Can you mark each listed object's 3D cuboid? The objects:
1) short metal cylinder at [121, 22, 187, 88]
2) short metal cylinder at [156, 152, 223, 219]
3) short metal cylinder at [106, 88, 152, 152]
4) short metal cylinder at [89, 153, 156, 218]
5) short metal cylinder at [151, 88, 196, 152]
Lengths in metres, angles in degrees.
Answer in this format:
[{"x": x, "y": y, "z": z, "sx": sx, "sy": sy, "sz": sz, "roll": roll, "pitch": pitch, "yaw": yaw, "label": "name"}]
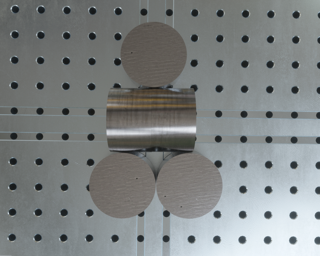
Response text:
[{"x": -0.008, "y": -0.089, "z": 0.400, "sx": 0.081, "sy": 0.050, "sz": 0.079, "roll": 0, "pitch": 90, "yaw": -1, "label": "short metal cylinder"}, {"x": 0.036, "y": 0.070, "z": 0.400, "sx": 0.081, "sy": 0.050, "sz": 0.079, "roll": 0, "pitch": 90, "yaw": -1, "label": "short metal cylinder"}, {"x": -0.035, "y": -0.010, "z": 0.386, "sx": 0.050, "sy": 0.080, "sz": 0.079, "roll": 0, "pitch": 90, "yaw": 0, "label": "short metal cylinder"}, {"x": -0.046, "y": 0.070, "z": 0.399, "sx": 0.081, "sy": 0.050, "sz": 0.079, "roll": 0, "pitch": 90, "yaw": -1, "label": "short metal cylinder"}, {"x": 0.015, "y": -0.010, "z": 0.387, "sx": 0.050, "sy": 0.080, "sz": 0.079, "roll": 0, "pitch": 90, "yaw": 0, "label": "short metal cylinder"}]
